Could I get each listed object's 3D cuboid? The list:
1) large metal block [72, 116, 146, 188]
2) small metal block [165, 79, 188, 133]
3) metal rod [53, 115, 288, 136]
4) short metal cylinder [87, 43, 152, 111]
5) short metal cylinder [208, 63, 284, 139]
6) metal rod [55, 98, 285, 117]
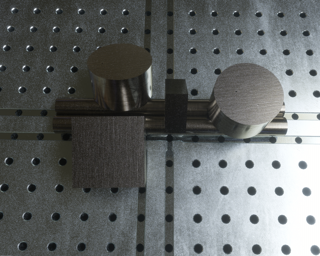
[{"bbox_3d":[-0.058,0.027,0.370,0.081,0.050,0.079,-1,90,-1],"label":"large metal block"},{"bbox_3d":[0.018,-0.027,0.375,0.025,0.050,0.050,1,28,0],"label":"small metal block"},{"bbox_3d":[0.013,-0.004,0.410,0.302,0.025,0.025,1,70,0],"label":"metal rod"},{"bbox_3d":[-0.050,-0.067,0.404,0.081,0.050,0.080,1,46,0],"label":"short metal cylinder"},{"bbox_3d":[0.103,-0.032,0.381,0.081,0.050,0.080,0,70,0],"label":"short metal cylinder"},{"bbox_3d":[0.013,-0.027,0.418,0.302,0.025,0.025,1,70,0],"label":"metal rod"}]
